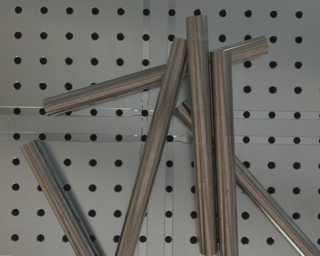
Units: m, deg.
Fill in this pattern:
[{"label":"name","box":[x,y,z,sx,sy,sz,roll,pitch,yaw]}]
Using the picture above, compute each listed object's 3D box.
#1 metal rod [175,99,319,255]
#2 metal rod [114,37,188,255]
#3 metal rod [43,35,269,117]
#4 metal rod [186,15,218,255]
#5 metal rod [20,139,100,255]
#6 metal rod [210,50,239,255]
[{"label":"metal rod","box":[0.125,0.082,0.414,0.025,0.025,0.300,-41,90,0]},{"label":"metal rod","box":[-0.010,0.035,0.398,0.025,0.025,0.298,15,96,0]},{"label":"metal rod","box":[-0.005,-0.069,0.413,0.301,0.025,0.025,-16,90,0]},{"label":"metal rod","box":[0.054,0.018,0.387,0.025,0.025,0.298,-5,101,0]},{"label":"metal rod","box":[-0.104,0.153,0.412,0.025,0.025,0.299,-28,90,0]},{"label":"metal rod","box":[0.082,0.056,0.390,0.025,0.025,0.298,-4,99,0]}]
